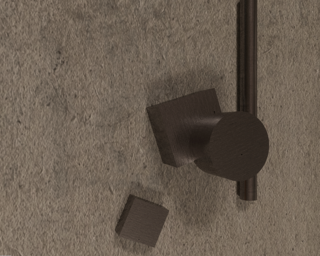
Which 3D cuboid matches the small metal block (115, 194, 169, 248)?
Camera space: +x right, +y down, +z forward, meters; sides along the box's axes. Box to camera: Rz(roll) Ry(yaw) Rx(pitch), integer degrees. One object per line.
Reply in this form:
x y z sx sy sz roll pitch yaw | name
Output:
-0.023 0.120 0.402 0.050 0.025 0.050 25 82 -19 | small metal block

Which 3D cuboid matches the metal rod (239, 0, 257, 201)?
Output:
0.131 -0.044 0.458 0.025 0.025 0.298 0 90 -20 | metal rod

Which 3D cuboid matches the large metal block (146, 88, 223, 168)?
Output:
0.037 -0.002 0.411 0.081 0.050 0.080 -19 97 -19 | large metal block

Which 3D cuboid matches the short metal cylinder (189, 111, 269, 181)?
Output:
0.083 0.020 0.375 0.081 0.050 0.079 0 90 -21 | short metal cylinder
